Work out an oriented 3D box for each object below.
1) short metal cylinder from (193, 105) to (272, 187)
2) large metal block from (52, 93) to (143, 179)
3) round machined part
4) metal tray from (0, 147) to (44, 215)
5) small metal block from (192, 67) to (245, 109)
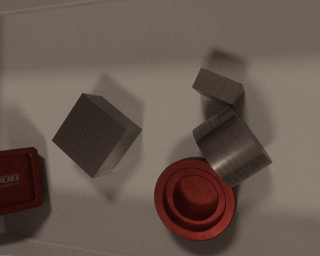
[{"bbox_3d":[0.082,0.020,0.352,0.050,0.080,0.080,-37,79,16],"label":"short metal cylinder"},{"bbox_3d":[-0.086,0.010,0.426,0.080,0.050,0.080,39,102,15],"label":"large metal block"},{"bbox_3d":[0.046,0.084,0.384,0.098,0.042,0.097,0,91,20],"label":"round machined part"},{"bbox_3d":[-0.242,0.080,0.441,0.030,0.131,0.089,-12,85,55],"label":"metal tray"},{"bbox_3d":[0.071,-0.046,0.371,0.050,0.050,0.025,26,95,18],"label":"small metal block"}]
